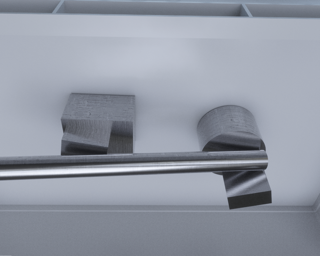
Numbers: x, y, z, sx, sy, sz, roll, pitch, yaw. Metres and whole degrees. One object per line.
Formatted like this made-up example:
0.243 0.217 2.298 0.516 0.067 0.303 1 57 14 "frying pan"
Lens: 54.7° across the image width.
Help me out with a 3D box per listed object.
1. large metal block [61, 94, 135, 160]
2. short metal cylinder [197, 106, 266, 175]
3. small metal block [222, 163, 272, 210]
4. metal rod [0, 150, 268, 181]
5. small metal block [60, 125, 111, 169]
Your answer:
-0.073 0.005 0.392 0.081 0.050 0.079 2 130 -2 "large metal block"
0.091 0.018 0.407 0.081 0.050 0.079 0 130 0 "short metal cylinder"
0.106 0.069 0.384 0.050 0.050 0.025 -11 129 9 "small metal block"
-0.024 0.041 0.349 0.302 0.025 0.025 -1 131 -10 "metal rod"
-0.088 0.028 0.363 0.050 0.025 0.050 10 129 -9 "small metal block"
